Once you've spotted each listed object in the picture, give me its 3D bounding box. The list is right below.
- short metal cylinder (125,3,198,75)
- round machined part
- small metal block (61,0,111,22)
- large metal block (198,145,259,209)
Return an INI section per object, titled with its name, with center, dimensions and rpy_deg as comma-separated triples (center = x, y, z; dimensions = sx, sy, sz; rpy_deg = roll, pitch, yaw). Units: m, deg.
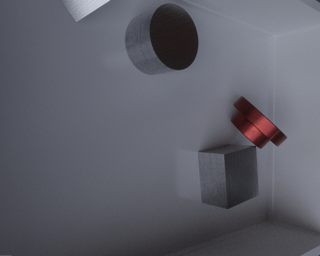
[short metal cylinder]
center = 0.003, -0.110, 0.394
dimensions = 0.081, 0.050, 0.079
rpy_deg = 0, 90, -40
[round machined part]
center = 0.154, -0.004, 0.504
dimensions = 0.098, 0.098, 0.042
rpy_deg = 33, 106, -35
[small metal block]
center = -0.080, -0.148, 0.322
dimensions = 0.050, 0.050, 0.025
rpy_deg = 56, 17, -26
[large metal block]
center = 0.108, 0.072, 0.484
dimensions = 0.081, 0.050, 0.079
rpy_deg = -8, 96, -40
